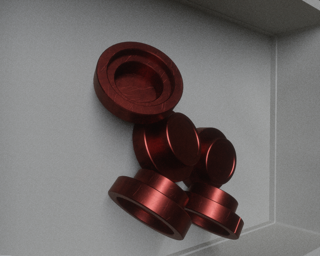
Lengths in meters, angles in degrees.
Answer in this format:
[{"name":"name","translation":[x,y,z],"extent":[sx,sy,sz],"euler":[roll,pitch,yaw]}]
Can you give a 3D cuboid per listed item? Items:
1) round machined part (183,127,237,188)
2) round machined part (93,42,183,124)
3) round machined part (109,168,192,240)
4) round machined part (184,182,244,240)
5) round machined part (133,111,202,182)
[{"name":"round machined part","translation":[0.076,0.048,0.459],"extent":[0.099,0.042,0.097],"euler":[0,90,-40]},{"name":"round machined part","translation":[-0.027,-0.047,0.354],"extent":[0.099,0.042,0.098],"euler":[10,60,-17]},{"name":"round machined part","translation":[-0.006,0.083,0.354],"extent":[0.098,0.098,0.042],"euler":[49,62,-29]},{"name":"round machined part","translation":[0.065,0.107,0.414],"extent":[0.098,0.098,0.042],"euler":[43,64,-32]},{"name":"round machined part","translation":[0.016,0.019,0.388],"extent":[0.098,0.042,0.098],"euler":[27,53,-42]}]
